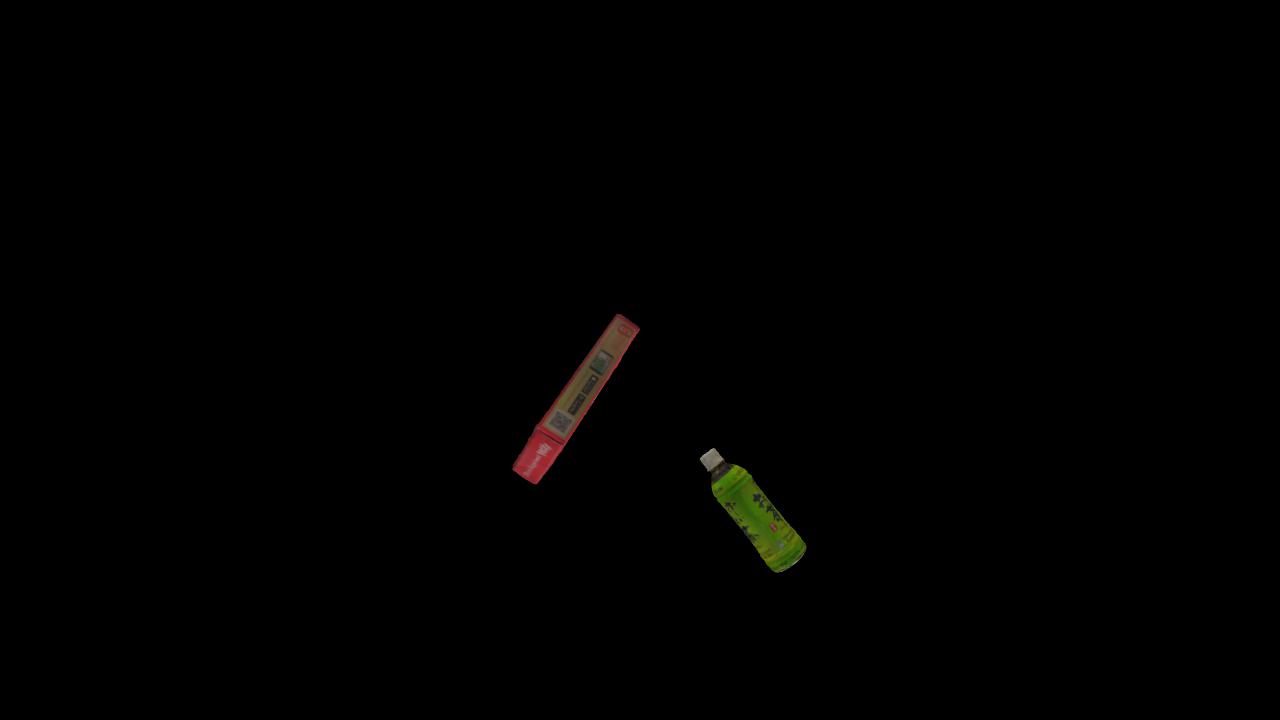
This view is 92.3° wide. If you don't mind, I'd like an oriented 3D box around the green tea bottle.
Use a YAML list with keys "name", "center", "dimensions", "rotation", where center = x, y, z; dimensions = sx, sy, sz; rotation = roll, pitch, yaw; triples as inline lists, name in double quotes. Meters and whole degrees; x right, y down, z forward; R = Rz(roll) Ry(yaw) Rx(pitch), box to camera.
- name: "green tea bottle"
  center: [0.172, 0.232, 0.978]
  dimensions: [0.073, 0.212, 0.073]
  rotation: [-39, -8, -7]

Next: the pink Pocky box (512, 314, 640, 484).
- name: "pink Pocky box"
  center: [-0.056, 0.033, 0.557]
  dimensions: [0.029, 0.155, 0.084]
  rotation: [34, -41, -2]
